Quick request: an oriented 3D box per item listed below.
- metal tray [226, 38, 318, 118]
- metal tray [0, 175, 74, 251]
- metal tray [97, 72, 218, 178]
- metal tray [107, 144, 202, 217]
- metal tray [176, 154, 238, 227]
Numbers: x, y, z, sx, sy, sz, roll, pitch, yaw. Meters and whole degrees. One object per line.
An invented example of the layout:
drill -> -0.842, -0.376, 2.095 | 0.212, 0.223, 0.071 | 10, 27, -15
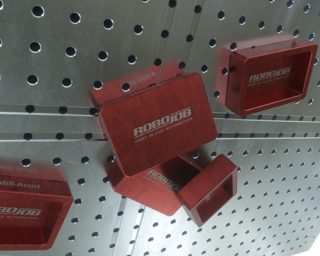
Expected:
metal tray -> 0.163, -0.074, 0.453 | 0.131, 0.030, 0.089 | -15, 125, -20
metal tray -> -0.183, 0.104, 0.372 | 0.131, 0.030, 0.089 | 15, 110, -35
metal tray -> 0.000, -0.006, 0.384 | 0.131, 0.030, 0.090 | -23, 105, -15
metal tray -> 0.000, 0.072, 0.454 | 0.090, 0.030, 0.130 | -49, 129, 6
metal tray -> 0.077, 0.102, 0.481 | 0.090, 0.030, 0.130 | -40, 150, -9
